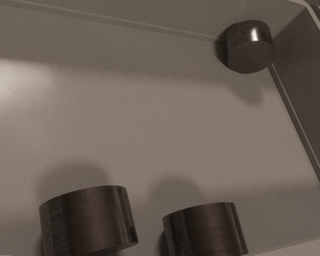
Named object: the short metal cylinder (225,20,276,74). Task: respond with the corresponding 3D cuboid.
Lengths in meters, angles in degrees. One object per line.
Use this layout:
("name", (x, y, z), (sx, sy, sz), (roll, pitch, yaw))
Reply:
("short metal cylinder", (0.157, -0.141, 0.543), (0.081, 0.080, 0.050), (14, 56, -21))

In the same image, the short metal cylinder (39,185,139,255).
("short metal cylinder", (-0.064, 0.090, 0.282), (0.081, 0.080, 0.050), (-3, 63, -30))

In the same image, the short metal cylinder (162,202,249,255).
("short metal cylinder", (0.047, 0.114, 0.327), (0.081, 0.080, 0.050), (3, 61, -27))
